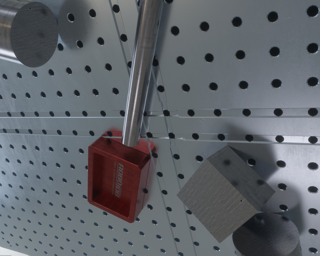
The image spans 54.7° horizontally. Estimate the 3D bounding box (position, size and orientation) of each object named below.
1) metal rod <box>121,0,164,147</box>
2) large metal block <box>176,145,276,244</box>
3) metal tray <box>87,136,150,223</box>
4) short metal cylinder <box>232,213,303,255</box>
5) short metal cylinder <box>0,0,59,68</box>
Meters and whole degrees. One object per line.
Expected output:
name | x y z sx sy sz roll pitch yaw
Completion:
metal rod | -0.017 -0.099 0.358 0.025 0.025 0.298 23 127 14
large metal block | 0.080 0.082 0.390 0.080 0.050 0.079 46 131 18
metal tray | -0.070 0.085 0.497 0.090 0.030 0.129 21 126 15
short metal cylinder | 0.139 0.156 0.399 0.080 0.080 0.050 -4 117 30
short metal cylinder | -0.177 -0.122 0.393 0.050 0.080 0.079 17 125 18
